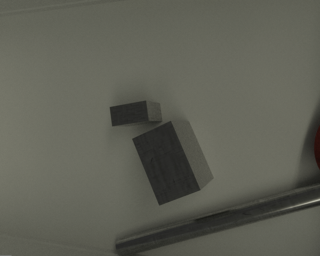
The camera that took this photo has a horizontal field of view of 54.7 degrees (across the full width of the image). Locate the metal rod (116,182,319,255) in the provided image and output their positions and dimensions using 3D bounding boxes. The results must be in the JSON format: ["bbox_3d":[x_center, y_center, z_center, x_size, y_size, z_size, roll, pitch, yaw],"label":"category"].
[{"bbox_3d":[0.079,0.113,0.382,0.300,0.025,0.025,-21,83,18],"label":"metal rod"}]

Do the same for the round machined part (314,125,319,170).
[{"bbox_3d":[0.210,0.017,0.309,0.042,0.098,0.097,15,96,-20],"label":"round machined part"}]

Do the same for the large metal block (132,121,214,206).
[{"bbox_3d":[0.019,0.038,0.374,0.050,0.080,0.080,-25,82,18],"label":"large metal block"}]

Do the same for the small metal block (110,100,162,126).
[{"bbox_3d":[-0.030,-0.018,0.407,0.050,0.050,0.025,-8,87,19],"label":"small metal block"}]
